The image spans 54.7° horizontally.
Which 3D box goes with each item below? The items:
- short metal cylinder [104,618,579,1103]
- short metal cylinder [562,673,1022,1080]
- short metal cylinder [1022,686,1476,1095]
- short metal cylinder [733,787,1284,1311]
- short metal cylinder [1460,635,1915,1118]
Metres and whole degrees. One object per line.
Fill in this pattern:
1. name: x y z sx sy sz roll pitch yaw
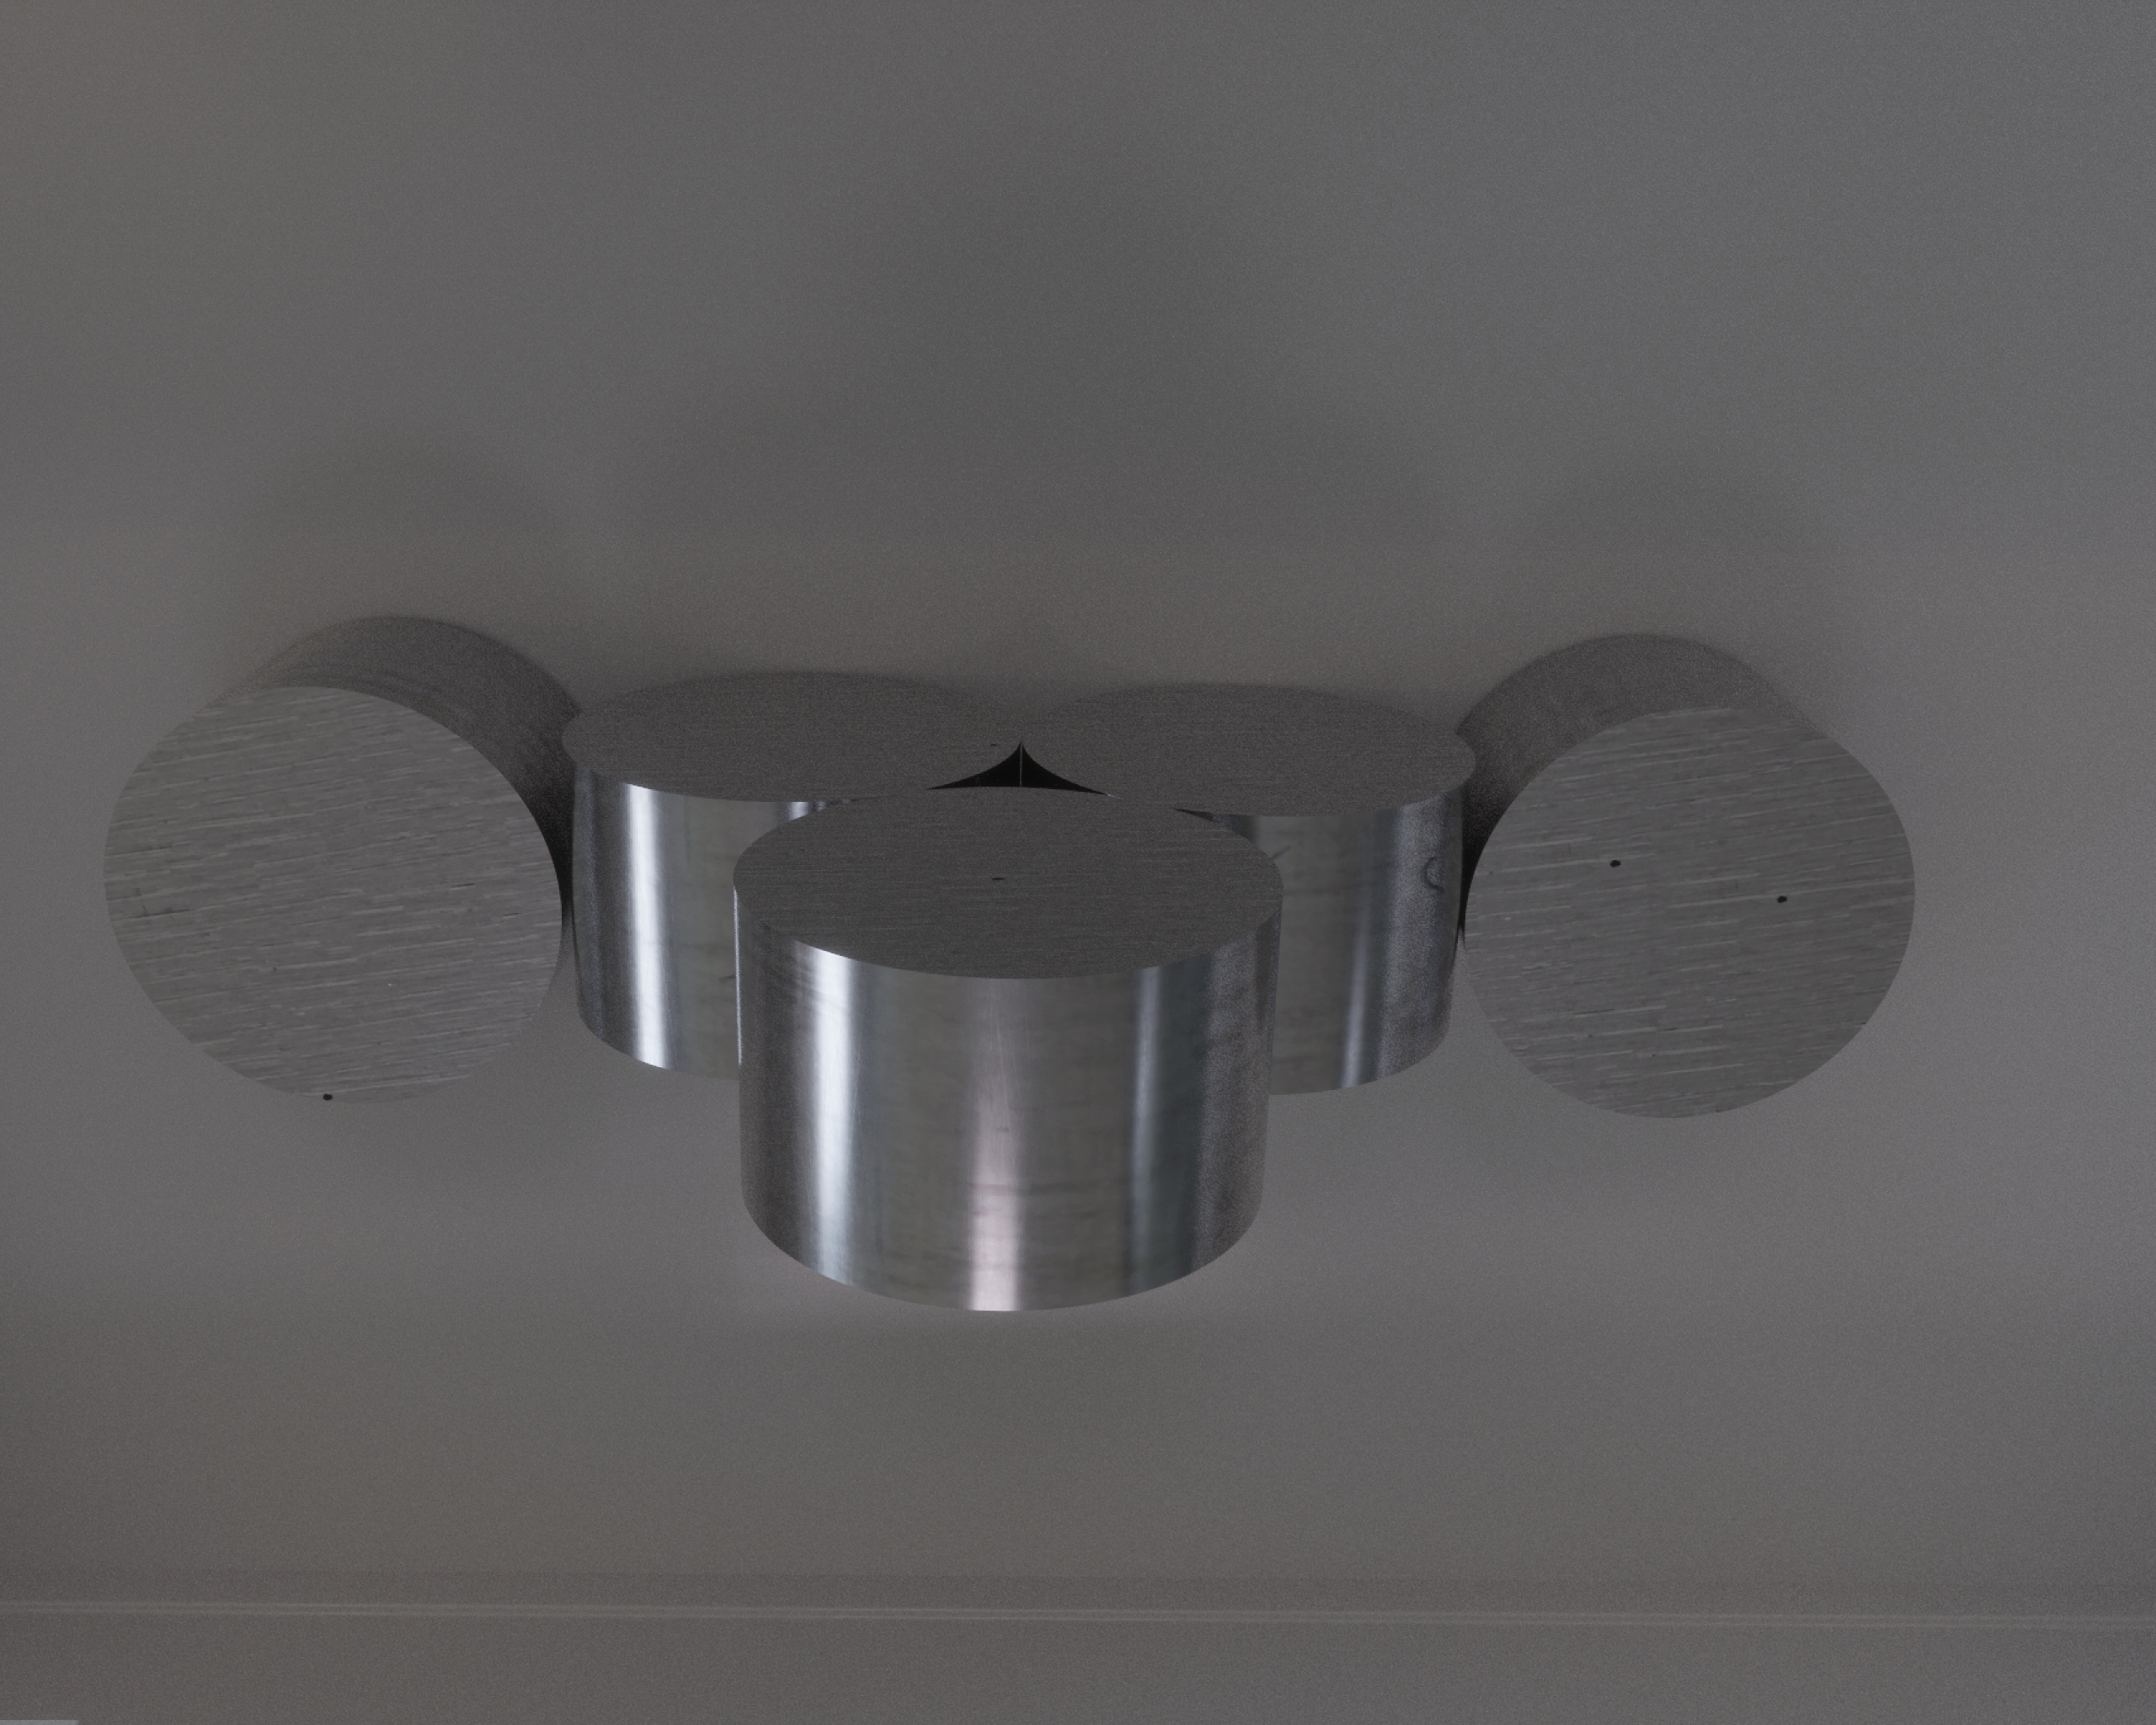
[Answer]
1. short metal cylinder: -0.132 -0.002 0.394 0.081 0.050 0.079 0 110 0
2. short metal cylinder: -0.051 0.000 0.379 0.081 0.080 0.050 2 110 -1
3. short metal cylinder: 0.030 0.002 0.381 0.081 0.080 0.050 2 110 -1
4. short metal cylinder: -0.011 0.025 0.316 0.081 0.080 0.050 2 110 -1
5. short metal cylinder: 0.110 0.002 0.398 0.081 0.050 0.079 0 110 0
